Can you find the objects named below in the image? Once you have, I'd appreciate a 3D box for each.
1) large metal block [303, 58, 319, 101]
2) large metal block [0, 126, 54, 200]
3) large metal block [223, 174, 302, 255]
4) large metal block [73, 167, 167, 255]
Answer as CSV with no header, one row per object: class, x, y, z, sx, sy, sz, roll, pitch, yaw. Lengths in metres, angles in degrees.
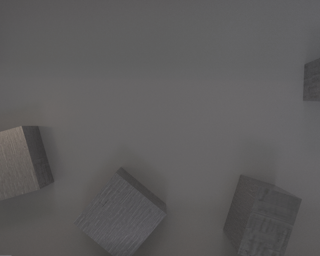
large metal block,0.238,-0.060,0.385,0.080,0.080,0.050,3,90,0
large metal block,-0.194,0.046,0.397,0.080,0.050,0.080,-16,90,0
large metal block,0.122,0.109,0.385,0.050,0.080,0.080,18,90,0
large metal block,-0.048,0.109,0.398,0.080,0.050,0.080,40,90,0
